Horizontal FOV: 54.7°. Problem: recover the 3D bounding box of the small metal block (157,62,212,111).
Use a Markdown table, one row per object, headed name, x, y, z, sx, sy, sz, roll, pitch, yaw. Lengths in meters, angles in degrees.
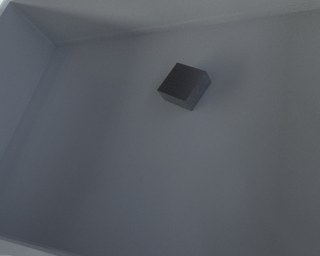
| name | x | y | z | sx | sy | sz | roll | pitch | yaw |
| --- | --- | --- | --- | --- | --- | --- | --- | --- | --- |
| small metal block | 0.033 | -0.057 | 0.422 | 0.050 | 0.025 | 0.050 | 26 | 76 | 36 |
